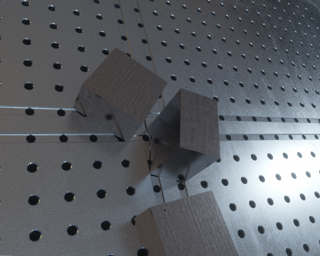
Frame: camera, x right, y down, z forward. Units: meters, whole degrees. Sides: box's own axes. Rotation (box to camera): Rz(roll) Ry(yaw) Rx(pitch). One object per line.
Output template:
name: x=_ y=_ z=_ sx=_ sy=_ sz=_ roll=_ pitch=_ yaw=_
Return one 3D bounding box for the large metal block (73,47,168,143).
large metal block: x=-0.049 y=-0.042 z=0.393 sx=0.080 sy=0.050 sz=0.080 roll=34 pitch=51 yaw=-6

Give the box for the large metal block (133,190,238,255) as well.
large metal block: x=0.027 y=0.121 z=0.334 sx=0.081 sy=0.050 sz=0.080 roll=-7 pitch=65 yaw=-32

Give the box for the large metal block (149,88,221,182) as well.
large metal block: x=0.029 y=0.011 z=0.383 sx=0.050 sy=0.080 sz=0.080 roll=17 pitch=55 yaw=-19
